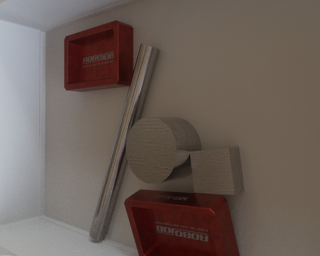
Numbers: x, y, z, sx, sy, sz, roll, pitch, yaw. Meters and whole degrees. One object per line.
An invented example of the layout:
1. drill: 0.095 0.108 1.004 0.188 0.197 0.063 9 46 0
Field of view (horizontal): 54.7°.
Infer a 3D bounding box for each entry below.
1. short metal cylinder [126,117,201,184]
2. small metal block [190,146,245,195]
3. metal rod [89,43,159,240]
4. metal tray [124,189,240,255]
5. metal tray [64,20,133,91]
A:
1. short metal cylinder: 0.004 0.026 0.386 0.080 0.050 0.079 0 90 40
2. small metal block: 0.064 0.049 0.352 0.050 0.025 0.050 -10 84 39
3. metal rod: -0.056 0.029 0.450 0.025 0.025 0.298 27 107 36
4. metal tray: 0.023 0.123 0.367 0.130 0.030 0.089 -5 103 39
5. metal tray: -0.099 -0.106 0.482 0.130 0.030 0.089 0 90 39
